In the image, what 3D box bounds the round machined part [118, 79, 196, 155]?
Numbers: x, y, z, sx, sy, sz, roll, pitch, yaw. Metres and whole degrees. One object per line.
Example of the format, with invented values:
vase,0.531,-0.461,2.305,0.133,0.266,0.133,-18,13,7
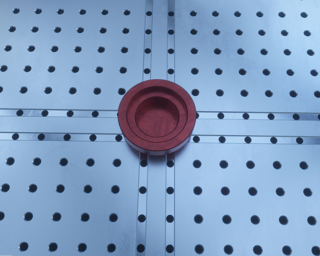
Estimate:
round machined part,-0.004,-0.011,0.406,0.099,0.042,0.098,0,70,0
